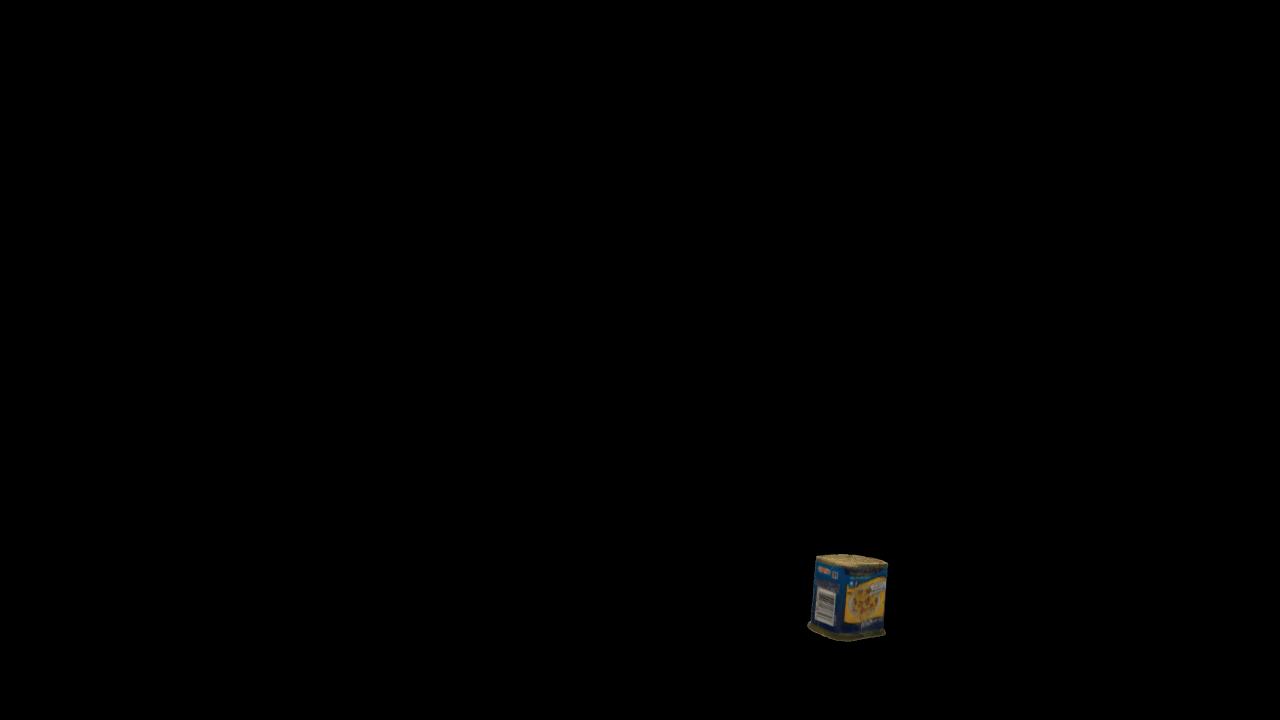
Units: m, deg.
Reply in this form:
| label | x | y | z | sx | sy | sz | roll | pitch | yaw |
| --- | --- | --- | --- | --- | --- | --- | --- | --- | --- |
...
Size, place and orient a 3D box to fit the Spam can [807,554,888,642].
| label | x | y | z | sx | sy | sz | roll | pitch | yaw |
| --- | --- | --- | --- | --- | --- | --- | --- | --- | --- |
| Spam can | 0.254 | 0.284 | 0.744 | 0.101 | 0.085 | 0.058 | 11 | -7 | -36 |
